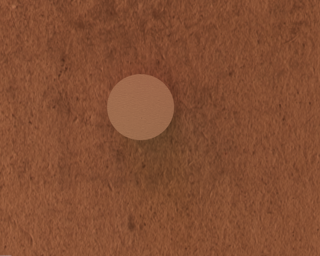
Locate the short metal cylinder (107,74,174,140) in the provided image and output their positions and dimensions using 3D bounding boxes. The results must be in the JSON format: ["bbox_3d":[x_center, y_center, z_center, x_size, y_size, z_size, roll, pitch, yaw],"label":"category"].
[{"bbox_3d":[-0.023,-0.025,0.397,0.081,0.050,0.079,0,90,-1],"label":"short metal cylinder"}]
